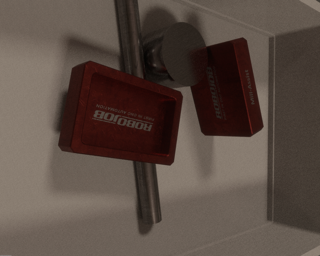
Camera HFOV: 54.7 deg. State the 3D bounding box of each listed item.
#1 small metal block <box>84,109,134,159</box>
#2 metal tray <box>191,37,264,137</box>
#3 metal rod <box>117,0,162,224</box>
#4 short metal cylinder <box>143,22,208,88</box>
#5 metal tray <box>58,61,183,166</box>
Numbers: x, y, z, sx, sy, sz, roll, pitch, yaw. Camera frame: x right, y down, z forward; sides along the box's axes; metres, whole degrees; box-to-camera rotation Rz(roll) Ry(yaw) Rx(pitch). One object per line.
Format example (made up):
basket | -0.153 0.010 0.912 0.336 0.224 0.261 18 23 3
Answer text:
small metal block | -0.058 0.008 0.360 0.050 0.025 0.050 15 81 -39
metal tray | 0.089 -0.053 0.441 0.030 0.090 0.129 -25 106 -37
metal rod | -0.026 -0.028 0.386 0.025 0.025 0.298 -11 97 -40
short metal cylinder | 0.017 -0.092 0.406 0.081 0.050 0.079 0 90 -40
metal tray | -0.036 -0.010 0.341 0.131 0.030 0.090 13 82 -39
